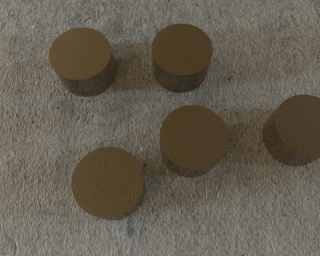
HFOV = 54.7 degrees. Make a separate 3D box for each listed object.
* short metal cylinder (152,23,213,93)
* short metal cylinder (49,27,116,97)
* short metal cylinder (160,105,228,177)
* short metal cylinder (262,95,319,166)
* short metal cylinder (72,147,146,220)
[{"bbox_3d":[0.029,-0.096,0.430,0.081,0.050,0.080,0,70,0],"label":"short metal cylinder"},{"bbox_3d":[-0.104,-0.090,0.427,0.081,0.050,0.080,0,70,0],"label":"short metal cylinder"},{"bbox_3d":[0.040,0.018,0.388,0.081,0.050,0.080,0,70,0],"label":"short metal cylinder"},{"bbox_3d":[0.178,0.004,0.394,0.081,0.050,0.080,0,70,0],"label":"short metal cylinder"},{"bbox_3d":[-0.058,0.068,0.370,0.081,0.050,0.080,0,70,0],"label":"short metal cylinder"}]
